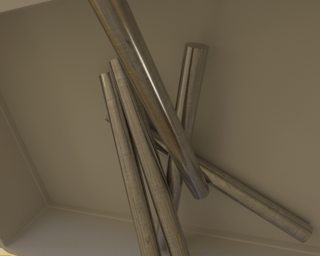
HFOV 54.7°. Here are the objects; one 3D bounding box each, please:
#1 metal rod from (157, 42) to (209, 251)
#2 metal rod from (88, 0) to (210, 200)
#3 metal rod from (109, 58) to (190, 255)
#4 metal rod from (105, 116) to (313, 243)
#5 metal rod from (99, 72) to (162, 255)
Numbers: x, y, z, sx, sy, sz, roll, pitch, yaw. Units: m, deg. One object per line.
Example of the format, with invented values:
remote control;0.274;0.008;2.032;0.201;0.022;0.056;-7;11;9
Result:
metal rod;0.021;0.044;0.391;0.025;0.025;0.298;17;120;18
metal rod;0.002;-0.016;0.300;0.025;0.025;0.299;1;140;27
metal rod;-0.007;0.058;0.388;0.025;0.025;0.298;-16;92;34
metal rod;0.059;0.057;0.411;0.301;0.025;0.025;31;128;7
metal rod;-0.032;0.076;0.394;0.025;0.025;0.298;-16;86;34
